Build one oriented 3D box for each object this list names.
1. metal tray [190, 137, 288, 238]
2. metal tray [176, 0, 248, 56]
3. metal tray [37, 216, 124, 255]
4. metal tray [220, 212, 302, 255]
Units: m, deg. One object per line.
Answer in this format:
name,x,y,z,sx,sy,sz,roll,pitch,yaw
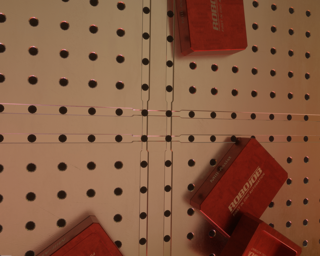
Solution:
metal tray,0.118,0.089,0.453,0.090,0.030,0.130,44,76,-15
metal tray,0.071,-0.171,0.435,0.091,0.030,0.129,-7,93,-20
metal tray,-0.107,0.182,0.370,0.131,0.030,0.090,-35,102,-17
metal tray,0.143,0.186,0.440,0.130,0.030,0.090,37,81,-34
